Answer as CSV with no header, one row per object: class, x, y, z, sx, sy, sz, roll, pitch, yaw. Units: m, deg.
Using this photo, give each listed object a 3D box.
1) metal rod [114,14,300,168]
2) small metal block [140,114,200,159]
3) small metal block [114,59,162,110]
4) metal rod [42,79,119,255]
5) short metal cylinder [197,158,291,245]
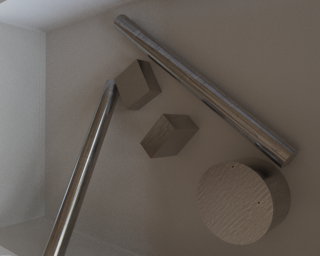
metal rod,0.035,-0.062,0.376,0.300,0.025,0.025,45,117,30
small metal block,0.012,0.010,0.379,0.050,0.050,0.025,-52,60,27
small metal block,-0.031,-0.059,0.431,0.050,0.025,0.050,-35,69,34
metal rod,-0.105,0.068,0.406,0.025,0.025,0.299,-5,60,39
short metal cylinder,0.086,0.072,0.319,0.080,0.050,0.079,0,90,39
